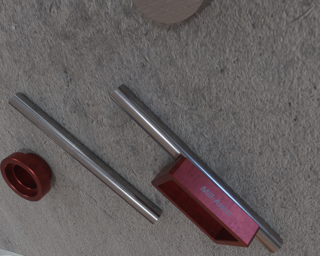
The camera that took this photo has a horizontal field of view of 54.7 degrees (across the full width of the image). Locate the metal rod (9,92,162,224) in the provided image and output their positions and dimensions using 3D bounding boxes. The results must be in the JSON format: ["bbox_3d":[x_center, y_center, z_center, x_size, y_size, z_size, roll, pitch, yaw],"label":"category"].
[{"bbox_3d":[-0.119,0.048,0.499,0.300,0.025,0.025,40,129,0],"label":"metal rod"}]

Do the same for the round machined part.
[{"bbox_3d":[-0.243,0.085,0.576,0.098,0.042,0.097,13,124,21],"label":"round machined part"}]

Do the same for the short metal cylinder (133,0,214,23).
[{"bbox_3d":[0.015,-0.145,0.293,0.080,0.050,0.079,13,124,21],"label":"short metal cylinder"}]

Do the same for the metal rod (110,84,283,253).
[{"bbox_3d":[0.050,0.056,0.414,0.300,0.025,0.025,44,129,-3],"label":"metal rod"}]

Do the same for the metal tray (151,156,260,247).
[{"bbox_3d":[0.055,0.100,0.410,0.130,0.030,0.090,43,156,0],"label":"metal tray"}]
